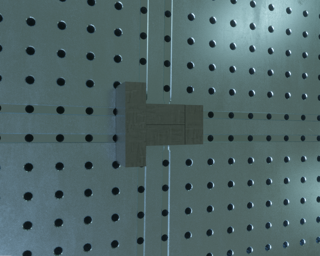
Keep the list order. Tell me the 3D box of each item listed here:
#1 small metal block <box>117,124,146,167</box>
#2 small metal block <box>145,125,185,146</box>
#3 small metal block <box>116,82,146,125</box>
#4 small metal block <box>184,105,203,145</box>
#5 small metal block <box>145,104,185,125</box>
[{"bbox_3d":[-0.037,0.021,0.386,0.025,0.050,0.050,0,90,-20],"label":"small metal block"},{"bbox_3d":[-0.001,0.008,0.399,0.050,0.050,0.025,0,90,-20],"label":"small metal block"},{"bbox_3d":[-0.037,-0.029,0.386,0.025,0.050,0.050,0,90,-20],"label":"small metal block"},{"bbox_3d":[0.035,-0.004,0.412,0.025,0.050,0.050,0,90,-20],"label":"small metal block"},{"bbox_3d":[-0.001,-0.017,0.399,0.050,0.050,0.025,0,90,-20],"label":"small metal block"}]
